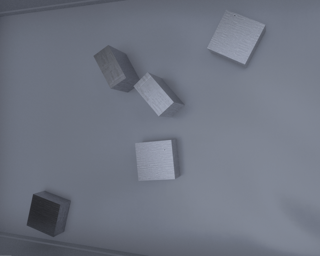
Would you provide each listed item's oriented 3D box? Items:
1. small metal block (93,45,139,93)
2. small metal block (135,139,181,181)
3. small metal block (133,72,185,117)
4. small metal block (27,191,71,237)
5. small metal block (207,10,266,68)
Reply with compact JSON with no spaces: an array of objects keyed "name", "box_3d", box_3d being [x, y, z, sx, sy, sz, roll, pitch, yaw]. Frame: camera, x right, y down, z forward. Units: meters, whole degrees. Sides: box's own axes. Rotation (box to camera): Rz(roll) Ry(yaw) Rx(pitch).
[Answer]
[{"name":"small metal block","box_3d":[-0.056,-0.078,0.416,0.025,0.050,0.050,-31,80,17]},{"name":"small metal block","box_3d":[-0.003,0.042,0.411,0.050,0.025,0.050,-6,88,19]},{"name":"small metal block","box_3d":[0.000,-0.041,0.396,0.025,0.050,0.050,-43,77,15]},{"name":"small metal block","box_3d":[-0.168,0.129,0.468,0.050,0.025,0.050,15,95,19]},{"name":"small metal block","box_3d":[0.093,-0.108,0.377,0.050,0.025,0.050,29,99,17]}]
